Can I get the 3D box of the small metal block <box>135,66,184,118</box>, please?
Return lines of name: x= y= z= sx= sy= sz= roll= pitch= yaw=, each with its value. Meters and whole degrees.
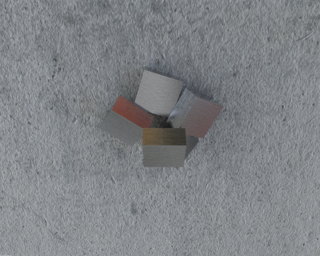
small metal block: x=-0.002 y=-0.045 z=0.395 sx=0.050 sy=0.025 sz=0.050 roll=16 pitch=109 yaw=-7

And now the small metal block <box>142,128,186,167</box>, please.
small metal block: x=0.005 y=0.025 z=0.382 sx=0.050 sy=0.025 sz=0.050 roll=0 pitch=143 yaw=-1

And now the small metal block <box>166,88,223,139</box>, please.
small metal block: x=0.044 y=-0.018 z=0.393 sx=0.050 sy=0.025 sz=0.050 roll=14 pitch=114 yaw=-41

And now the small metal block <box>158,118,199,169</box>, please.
small metal block: x=0.016 y=0.019 z=0.419 sx=0.050 sy=0.025 sz=0.050 roll=31 pitch=107 yaw=-11

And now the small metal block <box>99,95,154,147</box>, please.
small metal block: x=-0.043 y=-0.007 z=0.395 sx=0.050 sy=0.025 sz=0.050 roll=31 pitch=143 yaw=-12
